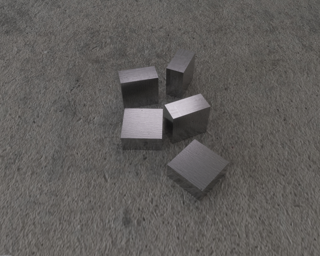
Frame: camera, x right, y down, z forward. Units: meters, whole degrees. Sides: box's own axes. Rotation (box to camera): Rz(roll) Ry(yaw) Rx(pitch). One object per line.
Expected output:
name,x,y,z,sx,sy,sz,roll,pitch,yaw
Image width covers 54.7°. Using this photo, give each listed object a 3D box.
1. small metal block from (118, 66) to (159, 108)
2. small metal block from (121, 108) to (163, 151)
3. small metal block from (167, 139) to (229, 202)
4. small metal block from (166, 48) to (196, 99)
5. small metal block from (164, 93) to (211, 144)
small metal block,-0.029,-0.056,0.434,0.050,0.050,0.025,-10,51,-9
small metal block,-0.022,0.001,0.402,0.050,0.025,0.050,1,50,1
small metal block,0.044,0.048,0.363,0.050,0.025,0.050,35,58,26
small metal block,0.030,-0.080,0.454,0.025,0.050,0.050,18,52,15
small metal block,0.034,-0.011,0.397,0.050,0.050,0.025,-19,53,-15
